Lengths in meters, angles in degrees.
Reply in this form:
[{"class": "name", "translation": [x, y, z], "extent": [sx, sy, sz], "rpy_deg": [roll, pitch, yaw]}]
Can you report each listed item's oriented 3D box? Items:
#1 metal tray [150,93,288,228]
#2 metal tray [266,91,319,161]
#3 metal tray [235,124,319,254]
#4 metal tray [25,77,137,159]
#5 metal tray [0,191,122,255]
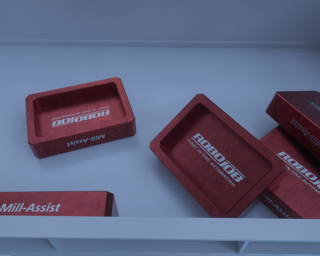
[{"class": "metal tray", "translation": [0.060, 0.033, 0.346], "extent": [0.090, 0.030, 0.130], "rpy_deg": [-46, 59, 4]}, {"class": "metal tray", "translation": [0.204, 0.003, 0.373], "extent": [0.091, 0.030, 0.130], "rpy_deg": [-5, 42, -32]}, {"class": "metal tray", "translation": [0.160, 0.062, 0.350], "extent": [0.091, 0.030, 0.130], "rpy_deg": [-32, 57, -24]}, {"class": "metal tray", "translation": [-0.106, -0.017, 0.415], "extent": [0.131, 0.030, 0.090], "rpy_deg": [-14, 51, -12]}, {"class": "metal tray", "translation": [-0.104, 0.093, 0.284], "extent": [0.131, 0.090, 0.030], "rpy_deg": [0, 50, -1]}]
